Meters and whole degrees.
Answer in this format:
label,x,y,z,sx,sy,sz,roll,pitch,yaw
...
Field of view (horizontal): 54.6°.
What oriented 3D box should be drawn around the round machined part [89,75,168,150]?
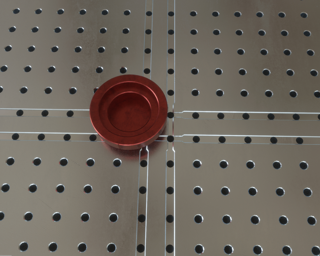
label,x,y,z,sx,sy,sz,roll,pitch,yaw
round machined part,-0.039,-0.018,0.409,0.099,0.042,0.098,0,70,0
